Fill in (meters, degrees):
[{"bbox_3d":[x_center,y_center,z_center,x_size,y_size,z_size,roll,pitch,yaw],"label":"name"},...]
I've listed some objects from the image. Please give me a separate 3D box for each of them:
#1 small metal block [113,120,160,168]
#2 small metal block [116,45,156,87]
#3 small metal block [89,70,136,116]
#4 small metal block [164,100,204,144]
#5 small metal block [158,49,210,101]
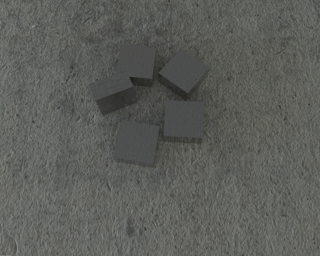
[{"bbox_3d":[-0.029,0.021,0.400,0.050,0.025,0.050,9,70,3],"label":"small metal block"},{"bbox_3d":[-0.033,-0.088,0.440,0.050,0.025,0.050,6,70,2],"label":"small metal block"},{"bbox_3d":[-0.061,-0.045,0.411,0.050,0.050,0.025,-22,72,-8],"label":"small metal block"},{"bbox_3d":[0.031,-0.008,0.411,0.050,0.025,0.050,3,70,1],"label":"small metal block"},{"bbox_3d":[0.033,-0.075,0.436,0.050,0.025,0.050,37,74,12],"label":"small metal block"}]
